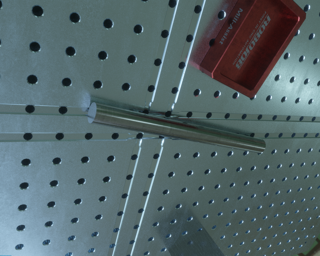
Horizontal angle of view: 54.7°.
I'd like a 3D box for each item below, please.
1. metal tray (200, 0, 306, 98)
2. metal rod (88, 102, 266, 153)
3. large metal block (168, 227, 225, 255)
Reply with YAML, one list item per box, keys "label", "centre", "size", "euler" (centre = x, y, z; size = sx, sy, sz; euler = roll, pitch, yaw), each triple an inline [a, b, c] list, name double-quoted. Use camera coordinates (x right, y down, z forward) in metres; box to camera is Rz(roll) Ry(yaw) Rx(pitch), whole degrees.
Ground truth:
- label: "metal tray"
  centre: [0.122, -0.113, 0.406]
  size: [0.091, 0.030, 0.129]
  euler: [19, 108, -36]
- label: "metal rod"
  centre: [0.045, 0.006, 0.441]
  size: [0.302, 0.025, 0.025]
  euler: [11, 113, -34]
- label: "large metal block"
  centre: [0.075, 0.248, 0.572]
  size: [0.080, 0.080, 0.050]
  euler: [-30, 129, -9]
